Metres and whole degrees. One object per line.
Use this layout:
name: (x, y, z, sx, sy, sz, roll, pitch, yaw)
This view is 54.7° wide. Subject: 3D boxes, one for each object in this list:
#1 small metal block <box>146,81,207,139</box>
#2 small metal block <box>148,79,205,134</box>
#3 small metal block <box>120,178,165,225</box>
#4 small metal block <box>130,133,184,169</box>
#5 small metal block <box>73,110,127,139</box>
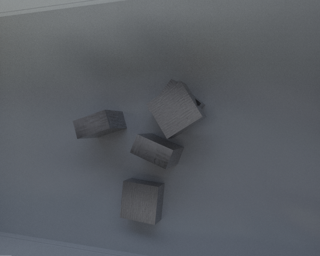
small metal block: (0.020, -0.021, 0.376, 0.050, 0.025, 0.050, -33, 80, 16)
small metal block: (0.021, -0.027, 0.402, 0.050, 0.025, 0.050, 42, 103, 15)
small metal block: (-0.024, 0.098, 0.418, 0.050, 0.025, 0.050, 6, 92, 19)
small metal block: (-0.002, 0.028, 0.397, 0.050, 0.050, 0.025, 23, 98, 18)
small metal block: (-0.081, -0.005, 0.425, 0.050, 0.050, 0.025, -17, 85, 19)
